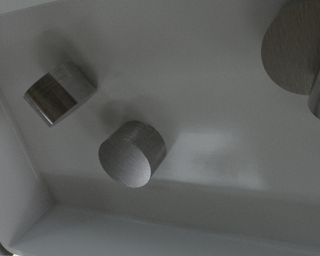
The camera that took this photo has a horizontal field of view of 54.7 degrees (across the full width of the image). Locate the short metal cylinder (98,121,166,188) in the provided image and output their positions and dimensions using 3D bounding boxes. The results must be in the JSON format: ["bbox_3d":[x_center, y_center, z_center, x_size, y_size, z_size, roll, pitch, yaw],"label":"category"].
[{"bbox_3d":[-0.038,0.036,0.435,0.080,0.050,0.079,13,124,21],"label":"short metal cylinder"}]

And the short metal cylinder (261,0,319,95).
[{"bbox_3d":[0.135,-0.075,0.274,0.080,0.050,0.079,13,124,21],"label":"short metal cylinder"}]

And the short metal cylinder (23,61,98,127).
[{"bbox_3d":[-0.132,-0.045,0.415,0.080,0.080,0.050,-32,100,38],"label":"short metal cylinder"}]

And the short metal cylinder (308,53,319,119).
[{"bbox_3d":[0.149,-0.033,0.210,0.080,0.080,0.050,12,124,21],"label":"short metal cylinder"}]

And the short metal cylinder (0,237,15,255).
[{"bbox_3d":[-0.430,0.332,0.809,0.080,0.080,0.050,-25,105,37],"label":"short metal cylinder"}]
